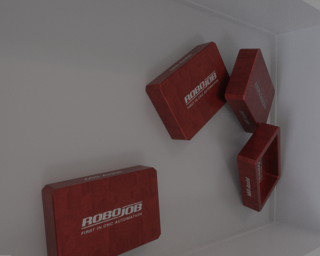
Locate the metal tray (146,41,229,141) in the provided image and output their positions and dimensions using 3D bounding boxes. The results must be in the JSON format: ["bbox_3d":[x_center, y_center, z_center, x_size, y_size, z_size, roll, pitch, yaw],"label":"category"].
[{"bbox_3d":[0.049,-0.054,0.444,0.131,0.030,0.090,-43,116,-31],"label":"metal tray"}]

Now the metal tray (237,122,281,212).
[{"bbox_3d":[0.169,0.067,0.518,0.090,0.030,0.129,-46,136,-30],"label":"metal tray"}]

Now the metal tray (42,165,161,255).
[{"bbox_3d":[-0.060,0.098,0.353,0.131,0.030,0.089,-7,95,-40],"label":"metal tray"}]

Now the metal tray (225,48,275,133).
[{"bbox_3d":[0.151,-0.056,0.505,0.130,0.030,0.090,43,63,-51],"label":"metal tray"}]
